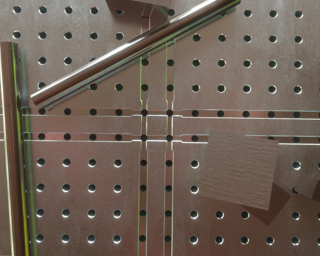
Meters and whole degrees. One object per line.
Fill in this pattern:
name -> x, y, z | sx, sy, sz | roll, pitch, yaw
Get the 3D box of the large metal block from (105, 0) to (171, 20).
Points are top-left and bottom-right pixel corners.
large metal block -> -0.022, -0.193, 0.400 | 0.080, 0.050, 0.080 | 10, 90, 0

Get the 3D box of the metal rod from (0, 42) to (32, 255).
metal rod -> -0.192, 0.037, 0.411 | 0.025, 0.025, 0.298 | -4, 90, 0

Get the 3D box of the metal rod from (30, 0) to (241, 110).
metal rod -> -0.032, -0.106, 0.412 | 0.301, 0.025, 0.025 | -28, 90, 0

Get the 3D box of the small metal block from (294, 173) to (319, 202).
small metal block -> 0.212, 0.083, 0.402 | 0.050, 0.050, 0.025 | 21, 90, 0

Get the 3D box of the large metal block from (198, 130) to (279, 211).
large metal block -> 0.097, 0.052, 0.385 | 0.080, 0.050, 0.080 | 9, 81, 16

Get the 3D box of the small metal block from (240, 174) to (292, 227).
small metal block -> 0.136, 0.093, 0.414 | 0.050, 0.025, 0.050 | 38, 90, 0
